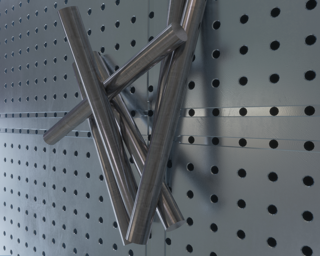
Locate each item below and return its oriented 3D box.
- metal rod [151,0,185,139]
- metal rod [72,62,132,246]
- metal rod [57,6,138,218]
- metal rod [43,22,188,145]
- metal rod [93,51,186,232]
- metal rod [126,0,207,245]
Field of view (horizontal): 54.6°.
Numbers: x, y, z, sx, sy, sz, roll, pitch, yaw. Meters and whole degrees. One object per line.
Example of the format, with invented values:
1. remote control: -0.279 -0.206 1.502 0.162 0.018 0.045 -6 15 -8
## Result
1. metal rod: 0.010 -0.055 0.402 0.025 0.025 0.298 13 98 39
2. metal rod: -0.088 0.028 0.483 0.025 0.025 0.299 -31 71 36
3. metal rod: -0.069 -0.003 0.404 0.025 0.025 0.299 -7 105 40
4. metal rod: -0.081 -0.044 0.427 0.299 0.025 0.025 -31 71 37
5. metal rod: -0.045 -0.002 0.423 0.025 0.025 0.299 -49 54 29
6. metal rod: 0.011 -0.021 0.356 0.025 0.025 0.299 9 82 40
